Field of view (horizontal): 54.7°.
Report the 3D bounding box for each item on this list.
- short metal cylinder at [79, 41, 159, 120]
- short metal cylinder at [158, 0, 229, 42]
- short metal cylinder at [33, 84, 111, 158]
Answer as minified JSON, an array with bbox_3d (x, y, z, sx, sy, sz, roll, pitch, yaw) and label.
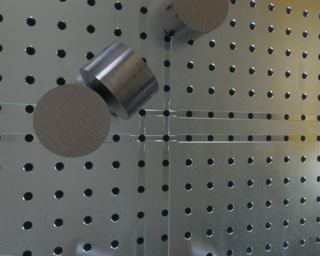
[{"bbox_3d":[-0.048,-0.055,0.366,0.050,0.080,0.080,-46,105,-15],"label":"short metal cylinder"},{"bbox_3d":[0.044,-0.162,0.417,0.081,0.050,0.079,0,90,-21],"label":"short metal cylinder"},{"bbox_3d":[-0.100,-0.010,0.357,0.081,0.050,0.079,-2,97,-14],"label":"short metal cylinder"}]
